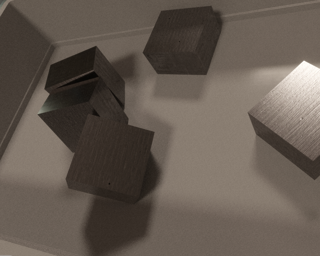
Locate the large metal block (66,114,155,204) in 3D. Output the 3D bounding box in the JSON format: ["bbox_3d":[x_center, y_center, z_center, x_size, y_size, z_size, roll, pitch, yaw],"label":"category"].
[{"bbox_3d":[-0.058,0.039,0.371,0.080,0.050,0.080,16,65,-6],"label":"large metal block"}]

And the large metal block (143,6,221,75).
[{"bbox_3d":[0.033,-0.125,0.447,0.080,0.050,0.080,7,65,31],"label":"large metal block"}]

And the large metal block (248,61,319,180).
[{"bbox_3d":[0.152,-0.009,0.315,0.080,0.050,0.080,-42,51,-1],"label":"large metal block"}]

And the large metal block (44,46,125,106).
[{"bbox_3d":[-0.108,-0.064,0.462,0.080,0.080,0.050,-17,51,18],"label":"large metal block"}]

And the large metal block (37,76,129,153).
[{"bbox_3d":[-0.102,-0.016,0.425,0.080,0.080,0.050,-11,43,22],"label":"large metal block"}]
